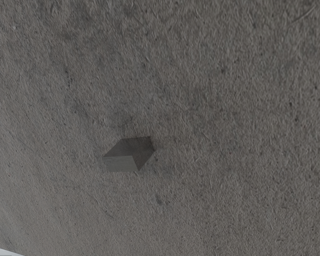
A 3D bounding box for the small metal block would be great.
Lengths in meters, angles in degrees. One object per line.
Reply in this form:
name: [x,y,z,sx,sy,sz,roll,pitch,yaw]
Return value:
small metal block: [-0.043,0.037,0.437,0.050,0.050,0.025,-6,115,31]
